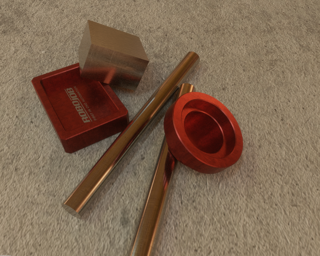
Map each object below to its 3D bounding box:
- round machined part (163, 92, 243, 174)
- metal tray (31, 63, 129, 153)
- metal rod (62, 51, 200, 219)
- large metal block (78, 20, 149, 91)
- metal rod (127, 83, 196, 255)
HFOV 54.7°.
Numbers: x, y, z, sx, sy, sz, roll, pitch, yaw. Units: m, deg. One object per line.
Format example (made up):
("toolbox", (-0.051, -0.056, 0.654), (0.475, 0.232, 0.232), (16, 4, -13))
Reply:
("round machined part", (0.047, 0.009, 0.368), (0.099, 0.042, 0.098), (17, 54, -24))
("metal tray", (-0.111, -0.035, 0.427), (0.091, 0.030, 0.130), (-25, 54, -20))
("metal rod", (-0.021, -0.012, 0.412), (0.025, 0.025, 0.301), (23, 54, 18))
("large metal block", (-0.070, -0.105, 0.447), (0.081, 0.050, 0.080), (12, 35, -26))
("metal rod", (0.004, 0.056, 0.356), (0.025, 0.025, 0.300), (11, 51, 9))
